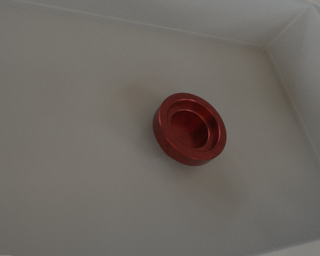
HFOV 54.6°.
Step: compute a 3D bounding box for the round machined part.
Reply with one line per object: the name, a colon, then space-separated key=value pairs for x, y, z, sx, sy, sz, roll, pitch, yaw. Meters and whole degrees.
round machined part: x=0.035 y=0.005 z=0.410 sx=0.099 sy=0.042 sz=0.098 roll=13 pitch=56 yaw=-21
